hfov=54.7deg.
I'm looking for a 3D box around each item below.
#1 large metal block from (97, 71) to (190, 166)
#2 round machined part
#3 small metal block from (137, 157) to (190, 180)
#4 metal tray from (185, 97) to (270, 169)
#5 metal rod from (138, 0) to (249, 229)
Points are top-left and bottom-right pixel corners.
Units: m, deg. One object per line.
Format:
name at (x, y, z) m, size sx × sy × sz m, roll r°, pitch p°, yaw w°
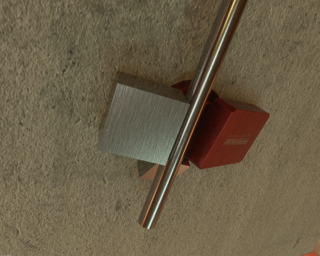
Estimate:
large metal block at (-0.022, -0.011, 0.359) m, size 0.081 × 0.050 × 0.079 m, roll 15°, pitch 112°, yaw -15°
round machined part at (0.042, -0.011, 0.413) m, size 0.099 × 0.042 × 0.097 m, roll -14°, pitch 124°, yaw -21°
small metal block at (0.005, 0.050, 0.429) m, size 0.050 × 0.025 × 0.050 m, roll 17°, pitch 135°, yaw -35°
metal tray at (0.098, 0.008, 0.435) m, size 0.131 × 0.030 × 0.089 m, roll 2°, pitch 121°, yaw -52°
metal rod at (0.031, -0.005, 0.368) m, size 0.025 × 0.025 × 0.298 m, roll 8°, pitch 112°, yaw -32°
